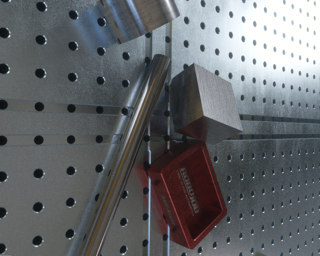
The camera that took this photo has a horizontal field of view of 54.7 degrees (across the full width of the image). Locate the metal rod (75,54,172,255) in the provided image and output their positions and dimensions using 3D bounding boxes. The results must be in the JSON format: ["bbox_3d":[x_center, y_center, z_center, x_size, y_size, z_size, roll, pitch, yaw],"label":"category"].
[{"bbox_3d":[-0.045,0.044,0.371,0.025,0.025,0.299,31,71,-36],"label":"metal rod"}]

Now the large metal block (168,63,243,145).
[{"bbox_3d":[0.061,-0.030,0.425,0.080,0.050,0.080,18,54,-39],"label":"large metal block"}]

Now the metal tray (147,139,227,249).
[{"bbox_3d":[0.043,0.091,0.441,0.091,0.030,0.129,-32,110,-35],"label":"metal tray"}]

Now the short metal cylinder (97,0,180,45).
[{"bbox_3d":[-0.024,-0.136,0.353,0.080,0.080,0.050,-40,115,-33],"label":"short metal cylinder"}]
